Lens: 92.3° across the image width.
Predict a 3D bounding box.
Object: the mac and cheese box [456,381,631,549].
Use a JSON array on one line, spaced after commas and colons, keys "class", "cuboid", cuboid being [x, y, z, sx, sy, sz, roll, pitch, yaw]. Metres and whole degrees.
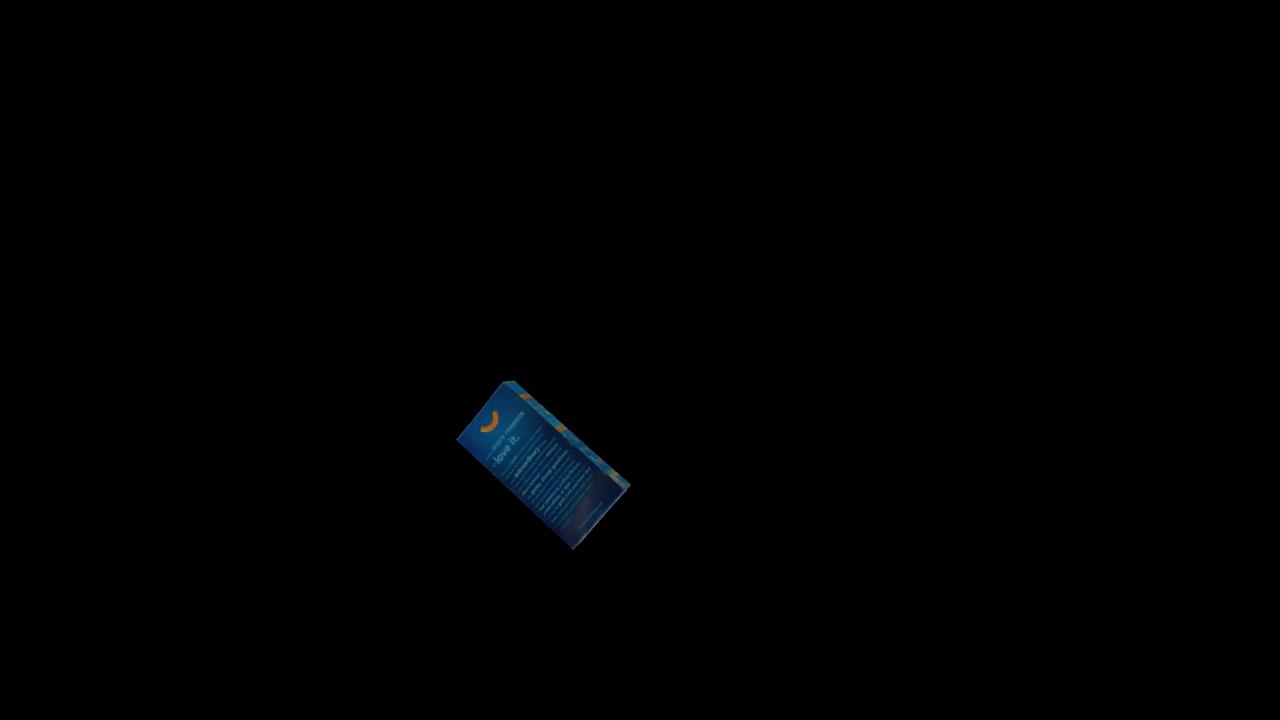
[{"class": "mac and cheese box", "cuboid": [-0.110, 0.117, 0.701, 0.184, 0.093, 0.041, 41, 9, 9]}]
